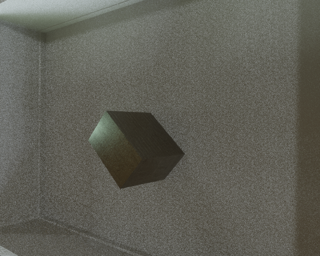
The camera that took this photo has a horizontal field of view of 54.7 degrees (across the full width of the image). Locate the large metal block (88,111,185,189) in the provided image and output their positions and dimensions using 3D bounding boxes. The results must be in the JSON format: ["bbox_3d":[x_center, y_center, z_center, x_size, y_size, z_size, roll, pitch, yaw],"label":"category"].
[{"bbox_3d":[-0.029,0.024,0.393,0.080,0.081,0.050,50,120,28],"label":"large metal block"}]
